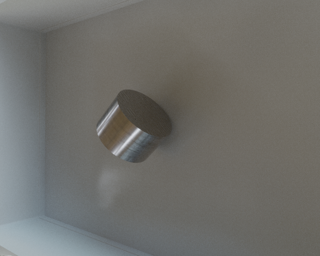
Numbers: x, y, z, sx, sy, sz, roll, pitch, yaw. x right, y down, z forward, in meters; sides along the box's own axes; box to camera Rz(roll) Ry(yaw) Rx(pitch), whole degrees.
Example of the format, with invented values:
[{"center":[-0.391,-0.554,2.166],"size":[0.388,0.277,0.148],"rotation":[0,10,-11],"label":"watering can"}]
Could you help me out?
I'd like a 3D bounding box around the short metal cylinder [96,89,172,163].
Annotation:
[{"center":[-0.032,-0.003,0.392],"size":[0.050,0.081,0.080],"rotation":[-49,62,29],"label":"short metal cylinder"}]
